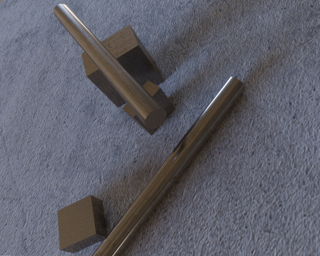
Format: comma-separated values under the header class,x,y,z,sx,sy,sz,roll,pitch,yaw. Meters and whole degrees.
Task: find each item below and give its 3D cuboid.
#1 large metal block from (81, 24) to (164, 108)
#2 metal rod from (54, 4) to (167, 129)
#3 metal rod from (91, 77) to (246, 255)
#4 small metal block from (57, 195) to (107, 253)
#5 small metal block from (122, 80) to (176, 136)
class,x,y,z,sx,sy,sz,roll,pitch,yaw
large metal block,-0.053,-0.087,0.448,0.080,0.080,0.050,-29,52,9
metal rod,-0.081,-0.097,0.401,0.025,0.025,0.300,-41,51,0
metal rod,0.004,0.061,0.363,0.025,0.025,0.300,31,79,37
small metal block,-0.096,0.118,0.380,0.050,0.025,0.050,-27,53,11
small metal block,-0.013,-0.026,0.409,0.050,0.050,0.025,-49,52,-6
